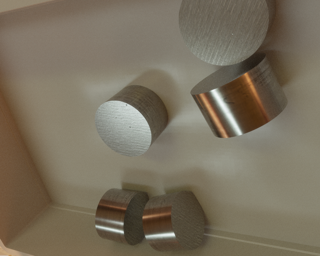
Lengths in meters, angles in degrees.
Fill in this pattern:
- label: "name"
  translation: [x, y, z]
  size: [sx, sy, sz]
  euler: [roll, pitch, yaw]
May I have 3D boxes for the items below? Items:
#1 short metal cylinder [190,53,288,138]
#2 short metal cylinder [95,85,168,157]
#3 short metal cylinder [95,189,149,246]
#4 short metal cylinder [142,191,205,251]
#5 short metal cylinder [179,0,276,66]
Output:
- label: "short metal cylinder"
  translation: [0.078, -0.033, 0.311]
  size: [0.080, 0.080, 0.050]
  euler: [-21, 108, 35]
- label: "short metal cylinder"
  translation: [-0.037, -0.010, 0.404]
  size: [0.080, 0.050, 0.079]
  euler: [13, 124, 20]
- label: "short metal cylinder"
  translation: [-0.056, 0.138, 0.486]
  size: [0.050, 0.080, 0.079]
  euler: [2, 119, 27]
- label: "short metal cylinder"
  translation: [0.021, 0.134, 0.444]
  size: [0.050, 0.080, 0.080]
  euler: [-20, 108, 35]
- label: "short metal cylinder"
  translation: [0.064, -0.105, 0.293]
  size: [0.080, 0.050, 0.079]
  euler: [13, 124, 20]
